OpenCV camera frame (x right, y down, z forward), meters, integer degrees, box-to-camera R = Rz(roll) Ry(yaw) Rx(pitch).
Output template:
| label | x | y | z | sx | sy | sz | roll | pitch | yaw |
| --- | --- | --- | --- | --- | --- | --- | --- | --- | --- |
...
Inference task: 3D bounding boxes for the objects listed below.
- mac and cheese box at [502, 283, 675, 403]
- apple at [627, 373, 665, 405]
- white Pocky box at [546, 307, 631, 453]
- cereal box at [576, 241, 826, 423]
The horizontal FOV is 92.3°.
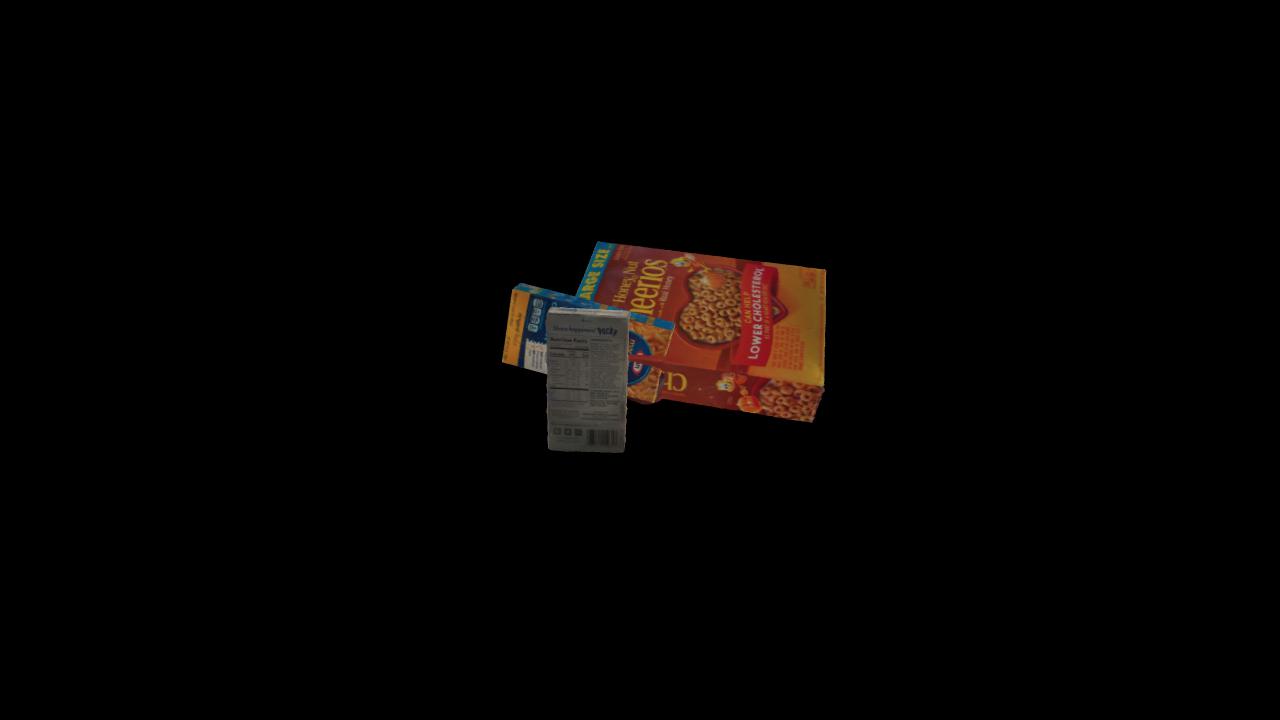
| label | x | y | z | sx | sy | sz | roll | pitch | yaw |
| --- | --- | --- | --- | --- | --- | --- | --- | --- | --- |
| mac and cheese box | -0.060 | -0.020 | 0.703 | 0.184 | 0.093 | 0.041 | 14 | 19 | 3 |
| apple | 0.009 | 0.011 | 0.732 | 0.079 | 0.079 | 0.093 | 0 | -23 | -21 |
| white Pocky box | -0.054 | 0.023 | 0.637 | 0.084 | 0.154 | 0.028 | 3 | 21 | 1 |
| cereal box | 0.068 | -0.044 | 0.757 | 0.306 | 0.203 | 0.081 | 9 | -42 | 8 |
